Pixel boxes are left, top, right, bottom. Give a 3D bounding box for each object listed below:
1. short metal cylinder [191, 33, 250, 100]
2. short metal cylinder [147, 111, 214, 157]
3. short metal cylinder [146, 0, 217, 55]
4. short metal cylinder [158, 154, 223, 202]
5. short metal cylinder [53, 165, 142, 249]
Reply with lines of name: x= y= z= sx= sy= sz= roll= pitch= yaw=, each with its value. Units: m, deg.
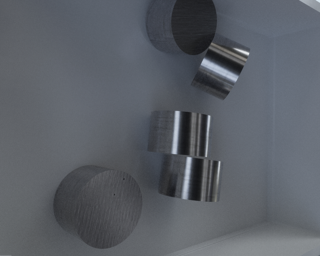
short metal cylinder: x=0.083 y=-0.085 z=0.434 sx=0.050 sy=0.080 sz=0.080 roll=26 pitch=70 yaw=1
short metal cylinder: x=0.026 y=0.009 z=0.395 sx=0.081 sy=0.080 sz=0.050 roll=9 pitch=85 yaw=-40
short metal cylinder: x=0.028 y=-0.138 z=0.405 sx=0.081 sy=0.050 sz=0.079 roll=-14 pitch=112 yaw=-37
short metal cylinder: x=0.040 y=0.064 z=0.407 sx=0.081 sy=0.080 sz=0.050 roll=12 pitch=82 yaw=-40
short metal cylinder: x=-0.066 y=0.083 z=0.336 sx=0.081 sy=0.050 sz=0.079 roll=0 pitch=90 yaw=-40
